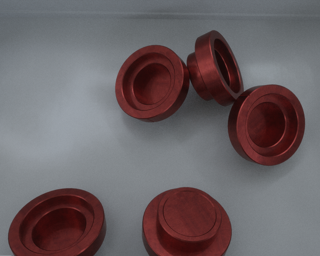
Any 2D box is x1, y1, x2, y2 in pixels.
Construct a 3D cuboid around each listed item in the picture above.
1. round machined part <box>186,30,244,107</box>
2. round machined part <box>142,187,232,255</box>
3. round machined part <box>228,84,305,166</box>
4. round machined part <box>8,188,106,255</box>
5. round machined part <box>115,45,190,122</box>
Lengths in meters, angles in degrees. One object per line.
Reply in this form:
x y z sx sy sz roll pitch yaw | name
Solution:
0.070 -0.074 0.409 0.042 0.098 0.098 -19 67 31 | round machined part
0.030 0.104 0.340 0.099 0.042 0.098 3 41 -3 | round machined part
0.127 -0.005 0.388 0.099 0.042 0.097 -1 94 -19 | round machined part
-0.108 0.117 0.341 0.099 0.042 0.098 -1 35 1 | round machined part
-0.006 -0.055 0.407 0.098 0.042 0.098 -6 76 26 | round machined part
